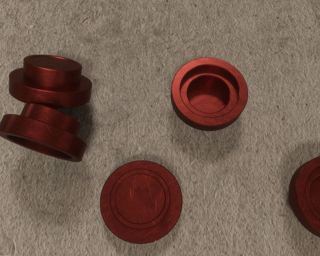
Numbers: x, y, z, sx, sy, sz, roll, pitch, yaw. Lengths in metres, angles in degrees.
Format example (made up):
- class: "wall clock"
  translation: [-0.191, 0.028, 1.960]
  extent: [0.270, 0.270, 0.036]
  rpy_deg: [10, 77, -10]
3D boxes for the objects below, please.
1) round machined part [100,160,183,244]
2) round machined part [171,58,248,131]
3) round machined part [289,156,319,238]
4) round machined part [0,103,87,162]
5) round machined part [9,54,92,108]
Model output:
- class: "round machined part"
  translation: [-0.022, 0.086, 0.367]
  extent: [0.099, 0.042, 0.098]
  rpy_deg: [0, 70, -1]
- class: "round machined part"
  translation: [0.064, -0.041, 0.415]
  extent: [0.099, 0.042, 0.098]
  rpy_deg: [0, 70, -1]
- class: "round machined part"
  translation: [0.203, 0.084, 0.371]
  extent: [0.099, 0.042, 0.098]
  rpy_deg: [0, 70, -1]
- class: "round machined part"
  translation: [-0.134, 0.004, 0.366]
  extent: [0.098, 0.098, 0.042]
  rpy_deg: [15, 73, 5]
- class: "round machined part"
  translation: [-0.135, -0.063, 0.390]
  extent: [0.098, 0.098, 0.042]
  rpy_deg: [15, 114, 5]
